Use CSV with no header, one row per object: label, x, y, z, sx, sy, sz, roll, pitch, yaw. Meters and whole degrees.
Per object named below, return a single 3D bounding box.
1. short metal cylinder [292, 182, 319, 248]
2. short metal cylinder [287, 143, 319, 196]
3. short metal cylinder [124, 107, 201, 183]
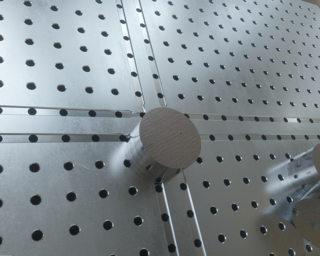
short metal cylinder,0.232,0.120,0.424,0.050,0.080,0.080,-26,76,-37
short metal cylinder,0.249,0.070,0.483,0.081,0.050,0.080,14,56,-21
short metal cylinder,0.003,0.021,0.380,0.081,0.050,0.080,14,56,-21
